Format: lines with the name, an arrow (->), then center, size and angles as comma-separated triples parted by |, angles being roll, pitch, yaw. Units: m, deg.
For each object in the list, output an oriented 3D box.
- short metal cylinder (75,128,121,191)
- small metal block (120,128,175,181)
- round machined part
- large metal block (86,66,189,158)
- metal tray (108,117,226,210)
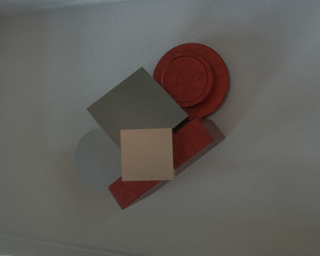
short metal cylinder -> -0.066, 0.040, 0.417 | 0.080, 0.050, 0.079 | 0, 90, 19
small metal block -> -0.011, 0.026, 0.311 | 0.050, 0.025, 0.050 | -2, 89, 6
round machined part -> 0.036, -0.058, 0.386 | 0.098, 0.042, 0.097 | 0, 90, 19
large metal block -> -0.025, -0.010, 0.365 | 0.080, 0.050, 0.080 | -39, 76, -10
metal tray -> 0.012, 0.040, 0.369 | 0.130, 0.090, 0.030 | -39, 77, 15
